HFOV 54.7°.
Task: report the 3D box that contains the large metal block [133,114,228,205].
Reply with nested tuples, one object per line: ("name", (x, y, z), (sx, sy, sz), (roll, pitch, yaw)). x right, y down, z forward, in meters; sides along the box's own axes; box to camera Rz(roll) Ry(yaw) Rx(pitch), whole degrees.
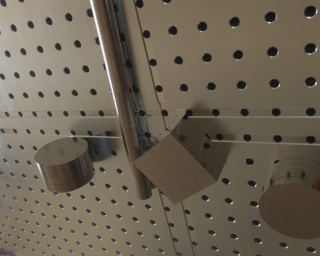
("large metal block", (0.026, 0.043, 0.407), (0.080, 0.050, 0.080), (46, 129, -5))

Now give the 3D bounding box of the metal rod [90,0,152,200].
("metal rod", (-0.047, -0.026, 0.418), (0.025, 0.025, 0.298), (5, 121, 25))

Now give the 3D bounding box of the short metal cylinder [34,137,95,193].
("short metal cylinder", (-0.148, 0.056, 0.486), (0.080, 0.080, 0.050), (6, 121, 24))

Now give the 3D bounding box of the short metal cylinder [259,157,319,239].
("short metal cylinder", (0.161, 0.081, 0.361), (0.080, 0.050, 0.079), (13, 124, 20))
